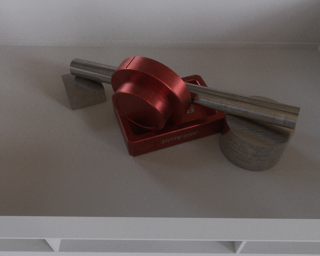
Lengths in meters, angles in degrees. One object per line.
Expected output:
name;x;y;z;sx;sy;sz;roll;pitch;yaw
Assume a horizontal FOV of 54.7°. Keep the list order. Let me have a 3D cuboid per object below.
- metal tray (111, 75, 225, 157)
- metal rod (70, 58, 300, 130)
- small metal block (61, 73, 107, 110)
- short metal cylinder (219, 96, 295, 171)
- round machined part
metal tray;0.010;-0.021;0.416;0.131;0.030;0.090;-15;52;-13
metal rod;0.015;-0.049;0.391;0.301;0.025;0.025;16;52;20
small metal block;-0.111;-0.058;0.450;0.050;0.025;0.050;-17;52;-15
short metal cylinder;0.118;0.006;0.384;0.081;0.050;0.080;0;50;0
round machined part;-0.016;-0.033;0.367;0.098;0.098;0.042;22;61;17
